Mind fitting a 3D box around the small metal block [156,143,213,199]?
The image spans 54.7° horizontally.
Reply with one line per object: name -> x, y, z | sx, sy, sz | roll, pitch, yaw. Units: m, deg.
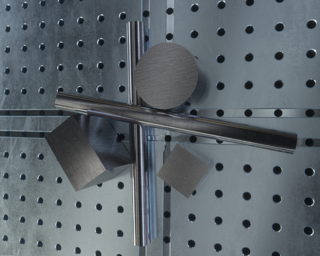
small metal block -> 0.032, 0.054, 0.401 | 0.050, 0.025, 0.050 | 35, 101, 16

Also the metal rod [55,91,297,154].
metal rod -> 0.010, -0.009, 0.388 | 0.301, 0.025, 0.025 | 11, 94, 11

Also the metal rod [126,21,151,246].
metal rod -> -0.029, 0.007, 0.422 | 0.025, 0.025, 0.298 | -2, 89, 19

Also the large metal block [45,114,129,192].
large metal block -> -0.090, 0.030, 0.413 | 0.050, 0.080, 0.080 | -36, 79, 16

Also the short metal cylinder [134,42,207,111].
short metal cylinder -> 0.015, -0.062, 0.393 | 0.080, 0.050, 0.079 | 0, 90, 19
